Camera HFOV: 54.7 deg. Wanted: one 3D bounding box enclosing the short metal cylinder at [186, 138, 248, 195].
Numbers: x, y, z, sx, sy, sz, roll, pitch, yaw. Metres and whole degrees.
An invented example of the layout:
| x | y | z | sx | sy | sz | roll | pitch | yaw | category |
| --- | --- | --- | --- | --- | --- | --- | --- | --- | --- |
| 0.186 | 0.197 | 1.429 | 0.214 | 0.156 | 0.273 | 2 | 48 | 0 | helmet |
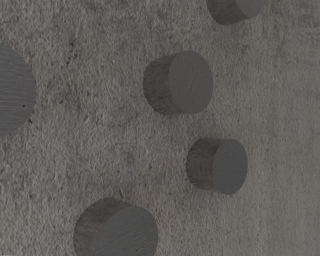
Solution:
| x | y | z | sx | sy | sz | roll | pitch | yaw | category |
| --- | --- | --- | --- | --- | --- | --- | --- | --- | --- |
| 0.085 | 0.055 | 0.460 | 0.081 | 0.050 | 0.080 | 0 | 90 | -40 | short metal cylinder |

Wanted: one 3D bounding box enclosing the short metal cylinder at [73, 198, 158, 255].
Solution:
| x | y | z | sx | sy | sz | roll | pitch | yaw | category |
| --- | --- | --- | --- | --- | --- | --- | --- | --- | --- |
| -0.049 | 0.123 | 0.348 | 0.081 | 0.050 | 0.080 | 0 | 90 | -40 | short metal cylinder |

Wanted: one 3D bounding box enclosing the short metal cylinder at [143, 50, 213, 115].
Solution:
| x | y | z | sx | sy | sz | roll | pitch | yaw | category |
| --- | --- | --- | --- | --- | --- | --- | --- | --- | --- |
| 0.025 | -0.058 | 0.409 | 0.081 | 0.050 | 0.080 | 0 | 90 | -40 | short metal cylinder |

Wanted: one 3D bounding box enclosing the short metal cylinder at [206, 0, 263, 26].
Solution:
| x | y | z | sx | sy | sz | roll | pitch | yaw | category |
| --- | --- | --- | --- | --- | --- | --- | --- | --- | --- |
| 0.118 | -0.207 | 0.486 | 0.081 | 0.050 | 0.080 | 0 | 90 | -40 | short metal cylinder |

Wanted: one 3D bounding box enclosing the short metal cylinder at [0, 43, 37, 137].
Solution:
| x | y | z | sx | sy | sz | roll | pitch | yaw | category |
| --- | --- | --- | --- | --- | --- | --- | --- | --- | --- |
| -0.153 | -0.031 | 0.260 | 0.081 | 0.050 | 0.080 | 0 | 90 | -40 | short metal cylinder |
